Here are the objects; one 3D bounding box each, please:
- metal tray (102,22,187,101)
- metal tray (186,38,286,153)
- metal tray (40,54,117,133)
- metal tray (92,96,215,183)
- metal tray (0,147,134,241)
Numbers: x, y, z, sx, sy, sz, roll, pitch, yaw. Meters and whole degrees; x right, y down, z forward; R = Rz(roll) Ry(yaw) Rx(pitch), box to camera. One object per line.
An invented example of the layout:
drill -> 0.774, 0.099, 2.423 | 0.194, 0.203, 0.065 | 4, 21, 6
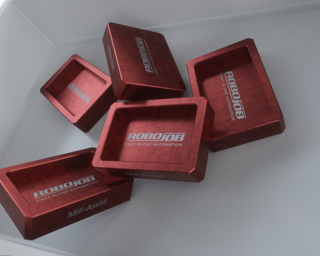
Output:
metal tray -> -0.025, -0.091, 0.432 | 0.030, 0.091, 0.130 | -59, 37, 42
metal tray -> 0.088, -0.043, 0.381 | 0.090, 0.030, 0.130 | -18, 55, 17
metal tray -> -0.131, -0.061, 0.505 | 0.090, 0.030, 0.130 | -49, 52, -7
metal tray -> -0.008, 0.012, 0.360 | 0.130, 0.030, 0.090 | -1, 61, 28
metal tray -> -0.108, 0.067, 0.359 | 0.090, 0.131, 0.030 | 31, 120, 37
